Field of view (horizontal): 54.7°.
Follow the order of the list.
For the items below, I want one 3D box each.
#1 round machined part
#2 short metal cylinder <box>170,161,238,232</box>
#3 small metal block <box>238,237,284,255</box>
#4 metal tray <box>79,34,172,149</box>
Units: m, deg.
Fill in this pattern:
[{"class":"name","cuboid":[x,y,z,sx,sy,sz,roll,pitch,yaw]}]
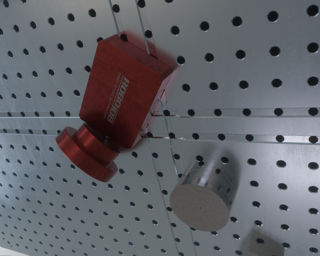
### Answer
[{"class":"round machined part","cuboid":[-0.097,0.029,0.446,0.098,0.098,0.042,42,90,-1]},{"class":"short metal cylinder","cuboid":[0.060,0.093,0.421,0.080,0.050,0.079,13,124,21]},{"class":"small metal block","cuboid":[0.145,0.196,0.456,0.050,0.025,0.050,26,128,12]},{"class":"metal tray","cuboid":[-0.050,-0.043,0.408,0.090,0.030,0.129,32,129,7]}]
